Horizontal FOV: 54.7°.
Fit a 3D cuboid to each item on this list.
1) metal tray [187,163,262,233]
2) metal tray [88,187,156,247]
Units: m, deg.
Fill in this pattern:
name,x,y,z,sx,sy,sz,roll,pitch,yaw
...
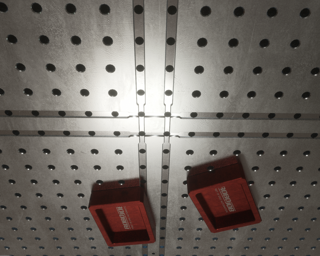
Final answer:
name,x,y,z,sx,sy,sz,roll,pitch,yaw
metal tray,0.108,0.120,0.512,0.090,0.030,0.130,-18,128,14
metal tray,-0.062,0.159,0.542,0.090,0.030,0.129,-7,130,5
